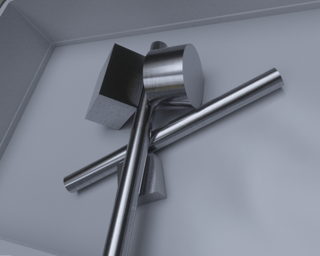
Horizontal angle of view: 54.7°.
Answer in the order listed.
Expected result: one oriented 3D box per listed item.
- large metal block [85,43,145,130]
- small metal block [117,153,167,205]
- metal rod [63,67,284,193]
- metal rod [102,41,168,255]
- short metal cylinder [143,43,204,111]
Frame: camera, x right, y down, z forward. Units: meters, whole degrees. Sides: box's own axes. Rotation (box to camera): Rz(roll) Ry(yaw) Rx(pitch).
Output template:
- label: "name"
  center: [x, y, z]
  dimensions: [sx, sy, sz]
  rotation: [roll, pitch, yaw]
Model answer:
- label: "large metal block"
  center: [-0.060, -0.053, 0.425]
  dimensions: [0.080, 0.050, 0.080]
  rotation: [-40, 34, 57]
- label: "small metal block"
  center: [-0.023, 0.064, 0.376]
  dimensions: [0.050, 0.025, 0.050]
  rotation: [-19, 54, 16]
- label: "metal rod"
  center: [0.009, 0.008, 0.392]
  dimensions: [0.301, 0.025, 0.025]
  rotation: [-28, 53, 10]
- label: "metal rod"
  center: [-0.025, 0.014, 0.373]
  dimensions: [0.025, 0.025, 0.300]
  rotation: [-4, 58, 25]
- label: "short metal cylinder"
  center: [0.019, -0.063, 0.395]
  dimensions: [0.050, 0.080, 0.080]
  rotation: [-3, 60, 25]
